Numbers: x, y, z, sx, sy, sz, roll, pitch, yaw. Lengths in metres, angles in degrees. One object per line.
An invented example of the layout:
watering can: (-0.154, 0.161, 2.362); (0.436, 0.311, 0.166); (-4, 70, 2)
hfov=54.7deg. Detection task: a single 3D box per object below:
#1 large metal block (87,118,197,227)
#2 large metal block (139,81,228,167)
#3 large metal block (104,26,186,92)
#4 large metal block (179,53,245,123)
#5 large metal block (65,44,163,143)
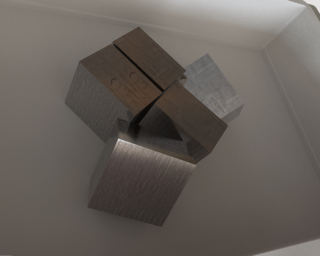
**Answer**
large metal block: (-0.021, 0.046, 0.322); (0.080, 0.079, 0.050); (20, 19, -17)
large metal block: (0.020, 0.004, 0.378); (0.080, 0.080, 0.050); (41, 51, -1)
large metal block: (-0.027, -0.065, 0.394); (0.080, 0.080, 0.050); (44, 51, 1)
large metal block: (0.067, -0.043, 0.424); (0.050, 0.080, 0.080); (-33, 77, 3)
large metal block: (-0.057, -0.035, 0.361); (0.080, 0.080, 0.050); (44, 51, 2)
